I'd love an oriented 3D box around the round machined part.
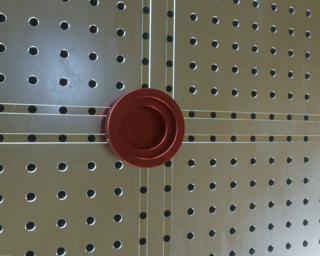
[{"bbox_3d":[-0.022,0.000,0.395,0.099,0.042,0.097,0,90,-20],"label":"round machined part"}]
